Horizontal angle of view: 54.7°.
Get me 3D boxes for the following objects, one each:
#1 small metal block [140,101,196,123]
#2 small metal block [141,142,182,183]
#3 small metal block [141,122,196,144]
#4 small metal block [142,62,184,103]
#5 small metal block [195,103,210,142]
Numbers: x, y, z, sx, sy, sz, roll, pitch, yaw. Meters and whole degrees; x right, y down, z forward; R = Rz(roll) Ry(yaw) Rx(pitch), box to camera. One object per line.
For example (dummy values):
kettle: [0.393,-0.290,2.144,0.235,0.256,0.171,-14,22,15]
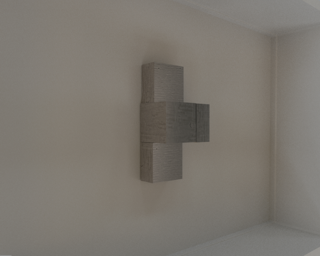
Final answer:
small metal block: [0.010,-0.019,0.396,0.050,0.050,0.025,0,91,-40]
small metal block: [0.003,0.043,0.406,0.050,0.025,0.050,0,90,-40]
small metal block: [0.010,0.005,0.397,0.050,0.050,0.025,0,91,-40]
small metal block: [0.004,-0.057,0.407,0.050,0.025,0.050,0,90,-40]
small metal block: [0.040,-0.007,0.421,0.025,0.050,0.050,0,90,-40]
